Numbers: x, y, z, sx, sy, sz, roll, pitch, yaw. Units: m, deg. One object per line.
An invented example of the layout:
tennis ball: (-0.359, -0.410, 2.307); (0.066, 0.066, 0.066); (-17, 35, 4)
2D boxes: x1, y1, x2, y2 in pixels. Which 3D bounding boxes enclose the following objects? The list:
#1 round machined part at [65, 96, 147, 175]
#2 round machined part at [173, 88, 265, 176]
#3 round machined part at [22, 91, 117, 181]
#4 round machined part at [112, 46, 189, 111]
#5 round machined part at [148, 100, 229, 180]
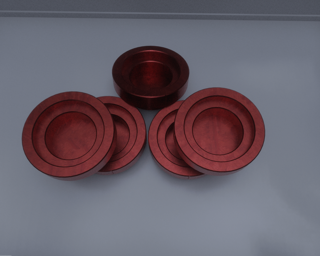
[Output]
round machined part: (-0.066, 0.012, 0.394); (0.099, 0.042, 0.098); (0, 70, 0)
round machined part: (0.064, 0.007, 0.353); (0.099, 0.042, 0.098); (0, 70, 0)
round machined part: (-0.098, 0.011, 0.350); (0.099, 0.042, 0.098); (0, 70, 0)
round machined part: (-0.012, -0.062, 0.411); (0.099, 0.042, 0.098); (1, 52, -1)
round machined part: (0.035, 0.017, 0.393); (0.099, 0.042, 0.098); (0, 70, 0)
